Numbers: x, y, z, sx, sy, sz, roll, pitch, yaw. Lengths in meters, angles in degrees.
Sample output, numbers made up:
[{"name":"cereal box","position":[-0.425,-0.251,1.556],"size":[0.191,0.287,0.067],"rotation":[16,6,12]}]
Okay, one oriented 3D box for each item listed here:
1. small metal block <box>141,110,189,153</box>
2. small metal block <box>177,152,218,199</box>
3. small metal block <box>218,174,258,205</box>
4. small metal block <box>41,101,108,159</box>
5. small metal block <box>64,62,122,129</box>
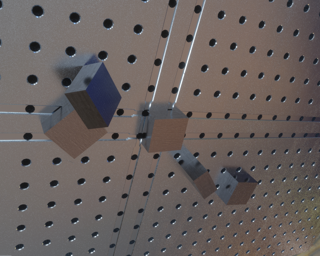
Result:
[{"name":"small metal block","position":[0.006,0.004,0.419],"size":[0.050,0.025,0.050],"rotation":[-3,120,-27]},{"name":"small metal block","position":[0.057,0.072,0.473],"size":[0.025,0.050,0.050],"rotation":[-35,129,-5]},{"name":"small metal block","position":[0.141,0.111,0.560],"size":[0.050,0.025,0.050],"rotation":[8,115,-32]},{"name":"small metal block","position":[-0.098,0.000,0.358],"size":[0.050,0.025,0.050],"rotation":[-39,130,-2]},{"name":"small metal block","position":[-0.070,-0.035,0.334],"size":[0.025,0.050,0.050],"rotation":[-6,132,22]}]
